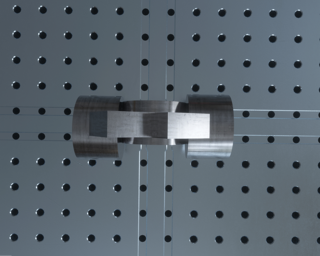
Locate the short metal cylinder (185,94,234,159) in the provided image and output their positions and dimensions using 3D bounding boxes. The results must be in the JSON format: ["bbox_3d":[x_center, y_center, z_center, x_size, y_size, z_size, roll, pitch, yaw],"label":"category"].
[{"bbox_3d":[0.058,-0.002,0.385,0.050,0.080,0.079,1,90,1],"label":"short metal cylinder"}]

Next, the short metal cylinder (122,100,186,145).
[{"bbox_3d":[-0.007,-0.006,0.385,0.081,0.080,0.050,1,90,0],"label":"short metal cylinder"}]

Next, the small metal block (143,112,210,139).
[{"bbox_3d":[0.016,-0.002,0.324,0.050,0.050,0.025,1,90,-31],"label":"small metal block"}]

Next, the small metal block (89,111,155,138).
[{"bbox_3d":[-0.040,-0.004,0.319,0.050,0.050,0.025,1,90,-32],"label":"small metal block"}]

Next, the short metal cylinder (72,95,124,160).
[{"bbox_3d":[-0.073,0.000,0.385,0.050,0.080,0.079,1,90,0],"label":"short metal cylinder"}]
